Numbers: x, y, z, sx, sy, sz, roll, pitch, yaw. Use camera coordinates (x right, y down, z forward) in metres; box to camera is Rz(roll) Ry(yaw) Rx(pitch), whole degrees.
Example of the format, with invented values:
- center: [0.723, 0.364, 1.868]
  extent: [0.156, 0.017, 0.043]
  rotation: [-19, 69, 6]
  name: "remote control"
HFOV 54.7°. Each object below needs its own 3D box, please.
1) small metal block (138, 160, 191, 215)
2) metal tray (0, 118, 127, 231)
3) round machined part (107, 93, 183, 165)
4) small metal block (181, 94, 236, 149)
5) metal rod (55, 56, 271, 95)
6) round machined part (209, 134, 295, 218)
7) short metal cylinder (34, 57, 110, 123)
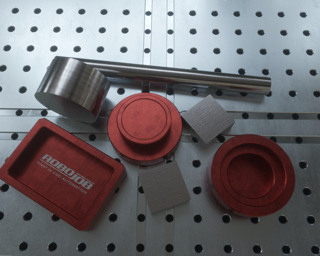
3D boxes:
- center: [0.005, 0.074, 0.385]
  extent: [0.050, 0.025, 0.050]
  rotation: [-18, 71, -7]
  name: "small metal block"
- center: [-0.119, 0.056, 0.387]
  extent: [0.130, 0.030, 0.090]
  rotation: [29, 73, 10]
  name: "metal tray"
- center: [-0.020, -0.004, 0.403]
  extent: [0.099, 0.042, 0.098]
  rotation: [0, 67, 0]
  name: "round machined part"
- center: [0.063, -0.008, 0.415]
  extent: [0.050, 0.025, 0.050]
  rotation: [-36, 74, -12]
  name: "small metal block"
- center: [0.002, -0.075, 0.438]
  extent: [0.302, 0.025, 0.025]
  rotation: [6, 70, 2]
  name: "metal rod"
- center: [0.109, 0.060, 0.381]
  extent: [0.099, 0.042, 0.098]
  rotation: [0, 70, 0]
  name: "round machined part"
- center: [-0.111, -0.047, 0.399]
  extent: [0.080, 0.080, 0.050]
  rotation: [17, 71, 6]
  name: "short metal cylinder"
